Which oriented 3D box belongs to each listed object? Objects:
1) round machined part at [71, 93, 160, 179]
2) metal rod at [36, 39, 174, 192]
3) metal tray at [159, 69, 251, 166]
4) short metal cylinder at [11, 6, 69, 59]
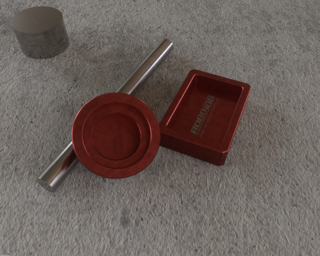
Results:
[{"bbox_3d":[-0.052,0.011,0.364,0.099,0.042,0.098,3,78,-14],"label":"round machined part"},{"bbox_3d":[-0.059,-0.037,0.433,0.025,0.025,0.301,22,53,17],"label":"metal rod"},{"bbox_3d":[0.062,-0.020,0.417,0.090,0.030,0.130,19,52,14],"label":"metal tray"},{"bbox_3d":[-0.199,-0.161,0.519,0.081,0.050,0.080,0,50,0],"label":"short metal cylinder"}]
